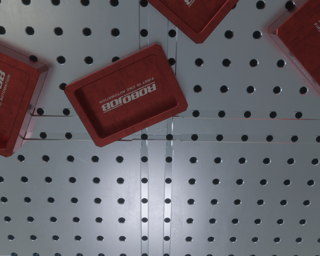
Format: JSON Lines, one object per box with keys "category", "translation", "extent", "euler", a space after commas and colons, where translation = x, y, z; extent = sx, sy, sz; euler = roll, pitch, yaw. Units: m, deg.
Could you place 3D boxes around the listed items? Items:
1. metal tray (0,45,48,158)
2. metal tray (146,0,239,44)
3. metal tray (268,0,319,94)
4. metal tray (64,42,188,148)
{"category": "metal tray", "translation": [-0.210, -0.037, 0.395], "extent": [0.090, 0.030, 0.129], "euler": [24, 108, -9]}
{"category": "metal tray", "translation": [0.053, -0.173, 0.347], "extent": [0.090, 0.030, 0.130], "euler": [38, 106, -13]}
{"category": "metal tray", "translation": [0.209, -0.102, 0.374], "extent": [0.130, 0.030, 0.090], "euler": [43, 104, -14]}
{"category": "metal tray", "translation": [-0.041, -0.041, 0.395], "extent": [0.130, 0.030, 0.090], "euler": [-24, 109, 8]}
